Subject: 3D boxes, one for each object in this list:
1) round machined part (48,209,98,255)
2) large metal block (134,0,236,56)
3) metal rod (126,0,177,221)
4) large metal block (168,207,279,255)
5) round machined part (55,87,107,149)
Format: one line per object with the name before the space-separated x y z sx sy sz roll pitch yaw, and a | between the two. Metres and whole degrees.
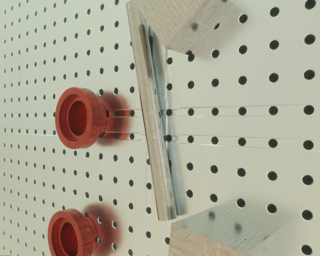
round machined part | -0.141 0.183 0.515 0.098 0.042 0.097 0 90 40
large metal block | 0.027 -0.148 0.371 0.080 0.050 0.080 -45 63 31
metal rod | -0.013 -0.029 0.419 0.025 0.025 0.298 -15 81 39
large metal block | 0.066 0.126 0.319 0.080 0.081 0.050 9 96 39
round machined part | -0.124 -0.015 0.501 0.098 0.042 0.097 0 90 40
